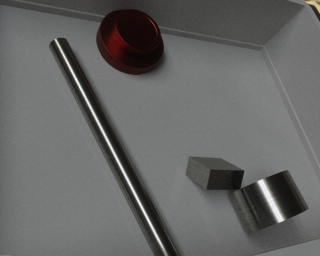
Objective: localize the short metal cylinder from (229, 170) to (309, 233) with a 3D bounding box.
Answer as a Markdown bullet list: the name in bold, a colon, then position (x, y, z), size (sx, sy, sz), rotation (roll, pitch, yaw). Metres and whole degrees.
- **short metal cylinder**: position (0.135, 0.092, 0.389), size (0.081, 0.080, 0.050), rotation (-10, 67, -33)

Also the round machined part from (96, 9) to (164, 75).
- **round machined part**: position (-0.038, -0.130, 0.446), size (0.099, 0.042, 0.098), rotation (10, 66, -24)

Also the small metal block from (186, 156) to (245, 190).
- **small metal block**: position (0.068, 0.057, 0.391), size (0.050, 0.050, 0.025), rotation (5, 100, -26)

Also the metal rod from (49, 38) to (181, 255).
- **metal rod**: position (-0.059, 0.017, 0.364), size (0.025, 0.025, 0.299), rotation (-19, 72, -36)
